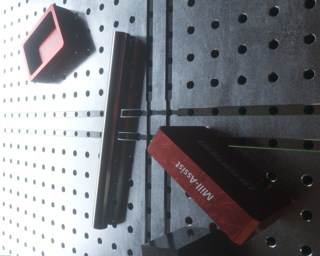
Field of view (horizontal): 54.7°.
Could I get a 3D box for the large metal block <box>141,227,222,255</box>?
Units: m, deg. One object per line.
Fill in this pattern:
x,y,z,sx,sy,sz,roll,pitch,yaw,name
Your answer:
0.029,0.163,0.350,0.050,0.081,0.080,-11,83,39,large metal block

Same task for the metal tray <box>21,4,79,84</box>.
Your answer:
-0.209,-0.153,0.578,0.130,0.030,0.090,-31,71,35,metal tray

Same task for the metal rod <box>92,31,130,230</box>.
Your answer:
-0.076,0.007,0.471,0.025,0.025,0.298,13,98,39,metal rod

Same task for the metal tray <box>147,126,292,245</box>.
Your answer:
0.060,0.048,0.317,0.130,0.091,0.030,44,117,31,metal tray
